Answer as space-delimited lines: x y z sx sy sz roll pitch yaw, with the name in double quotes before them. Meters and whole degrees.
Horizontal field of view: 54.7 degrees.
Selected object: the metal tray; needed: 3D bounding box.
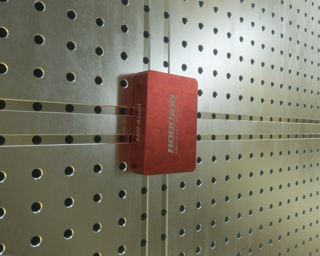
"metal tray" 0.008 -0.005 0.414 0.091 0.030 0.129 3 88 -40
